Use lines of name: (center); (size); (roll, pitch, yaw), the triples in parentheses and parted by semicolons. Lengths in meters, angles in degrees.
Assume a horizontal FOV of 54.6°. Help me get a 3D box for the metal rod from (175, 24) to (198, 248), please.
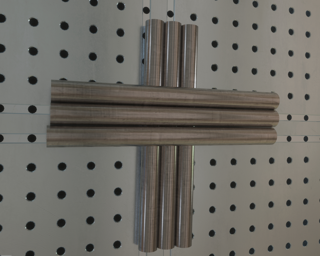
metal rod: (0.036, 0.010, 0.425); (0.025, 0.025, 0.298); (2, 89, -20)

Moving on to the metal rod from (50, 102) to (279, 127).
metal rod: (0.021, -0.015, 0.393); (0.302, 0.025, 0.025); (1, 90, -20)

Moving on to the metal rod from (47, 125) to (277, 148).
metal rod: (0.017, 0.010, 0.392); (0.302, 0.025, 0.025); (1, 90, -20)

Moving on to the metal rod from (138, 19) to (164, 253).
metal rod: (-0.011, 0.009, 0.408); (0.025, 0.025, 0.298); (2, 89, -20)

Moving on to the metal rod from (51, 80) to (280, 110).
metal rod: (0.022, -0.040, 0.394); (0.302, 0.025, 0.025); (1, 90, -20)

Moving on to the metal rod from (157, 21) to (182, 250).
metal rod: (0.012, 0.009, 0.417); (0.025, 0.025, 0.298); (2, 89, -20)
